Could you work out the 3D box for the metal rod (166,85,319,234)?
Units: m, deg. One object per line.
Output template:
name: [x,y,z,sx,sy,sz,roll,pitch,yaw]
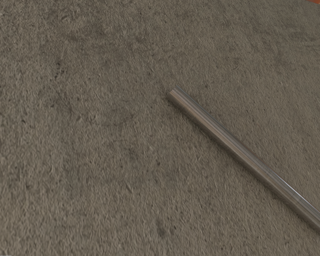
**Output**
metal rod: [0.129,0.047,0.443,0.300,0.025,0.025,42,51,0]
